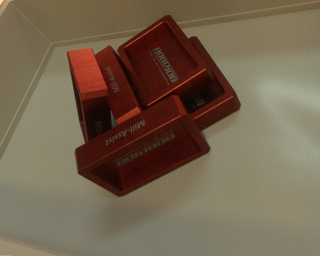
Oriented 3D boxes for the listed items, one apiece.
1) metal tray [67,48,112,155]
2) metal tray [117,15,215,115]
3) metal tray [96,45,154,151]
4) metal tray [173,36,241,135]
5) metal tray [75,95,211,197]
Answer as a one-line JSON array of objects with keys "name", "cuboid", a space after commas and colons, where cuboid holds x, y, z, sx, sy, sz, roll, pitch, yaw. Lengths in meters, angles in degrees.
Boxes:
[{"name": "metal tray", "cuboid": [-0.087, -0.023, 0.396, 0.030, 0.129, 0.090, -13, 50, -17]}, {"name": "metal tray", "cuboid": [0.003, -0.085, 0.411, 0.090, 0.030, 0.130, -32, 51, 7]}, {"name": "metal tray", "cuboid": [-0.038, -0.037, 0.402, 0.030, 0.090, 0.130, -32, 52, 7]}, {"name": "metal tray", "cuboid": [0.037, -0.057, 0.416, 0.090, 0.030, 0.130, -31, 51, 10]}, {"name": "metal tray", "cuboid": [-0.017, 0.026, 0.354, 0.130, 0.090, 0.030, -29, 52, 10]}]
